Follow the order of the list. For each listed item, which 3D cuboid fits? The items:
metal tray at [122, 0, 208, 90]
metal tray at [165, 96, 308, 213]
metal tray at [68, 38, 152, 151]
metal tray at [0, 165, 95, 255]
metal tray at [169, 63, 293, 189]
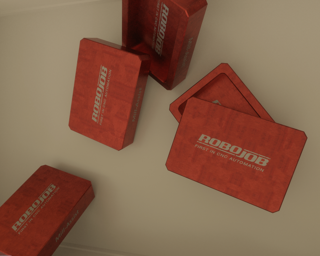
[{"bbox_3d":[-0.002,-0.113,0.359,0.090,0.129,0.030,41,65,15],"label":"metal tray"},{"bbox_3d":[0.081,0.026,0.346,0.130,0.030,0.089,20,97,18],"label":"metal tray"},{"bbox_3d":[-0.070,-0.045,0.414,0.090,0.030,0.129,22,112,18],"label":"metal tray"},{"bbox_3d":[-0.161,0.115,0.415,0.090,0.130,0.030,16,134,19],"label":"metal tray"},{"bbox_3d":[0.084,-0.002,0.377,0.090,0.030,0.130,-39,78,15],"label":"metal tray"}]
